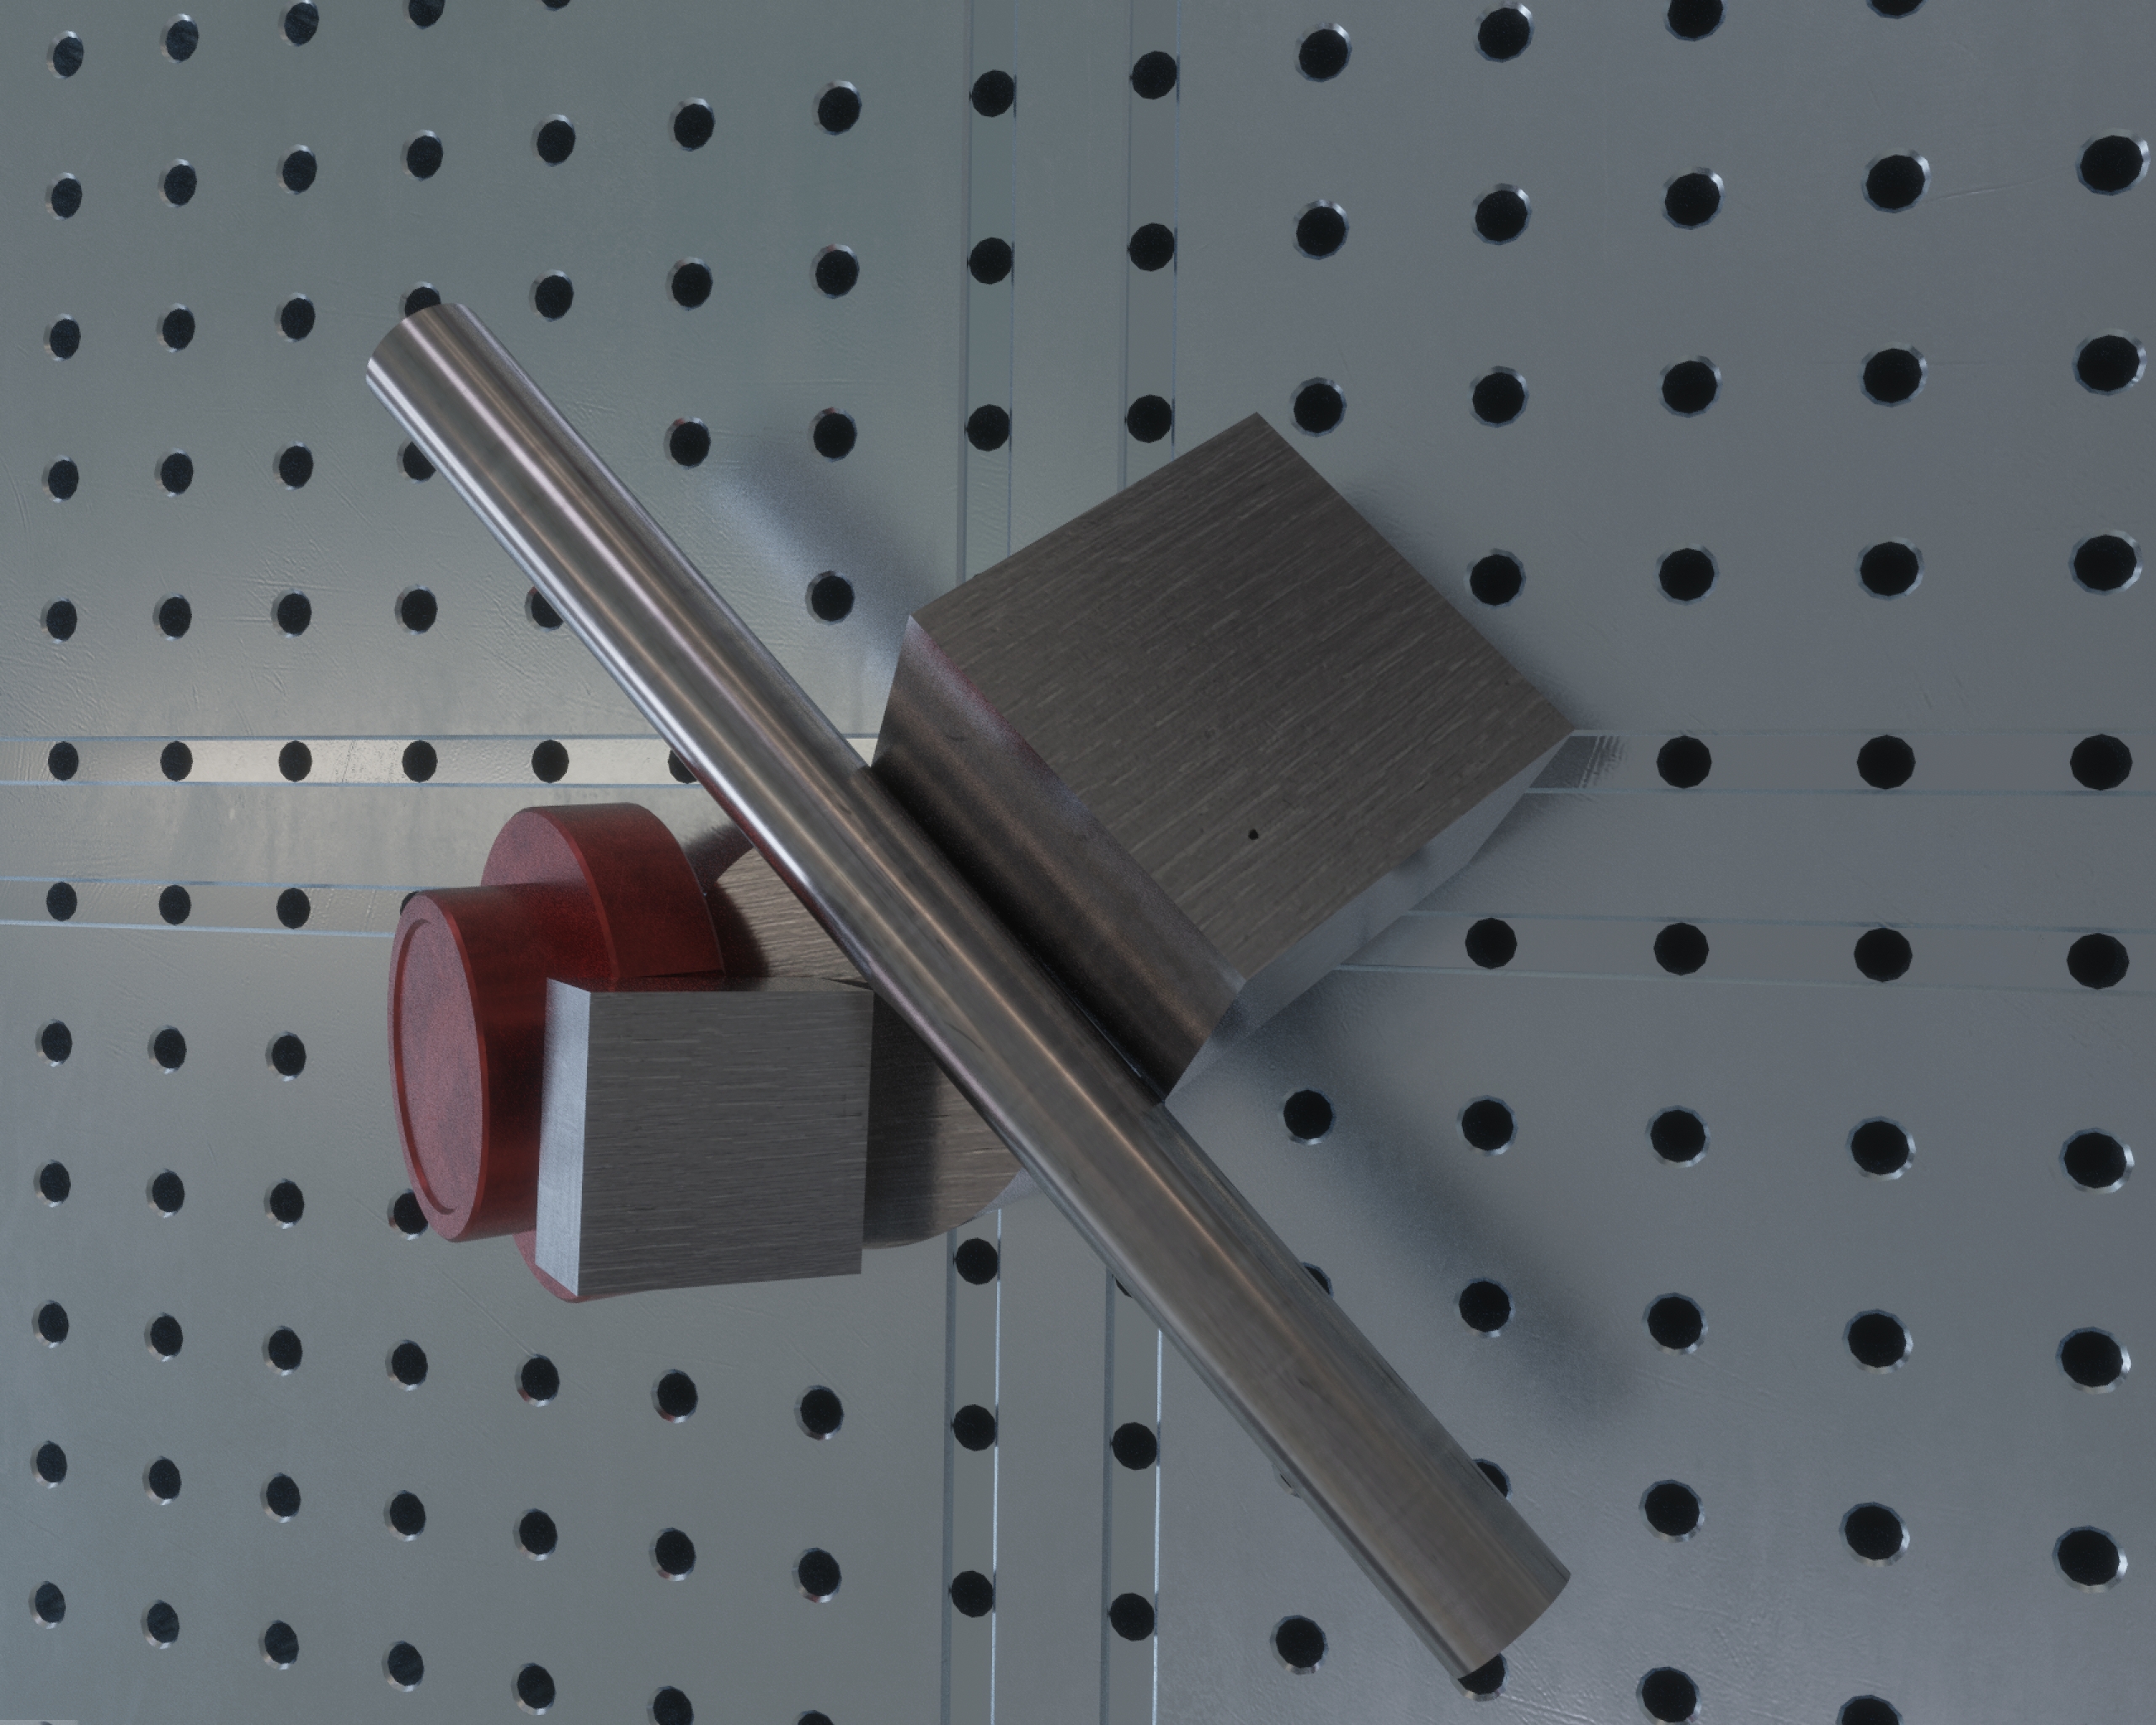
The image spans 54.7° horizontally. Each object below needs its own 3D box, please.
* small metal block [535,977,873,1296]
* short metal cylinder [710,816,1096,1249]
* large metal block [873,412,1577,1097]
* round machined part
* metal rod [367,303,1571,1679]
[{"bbox_3d":[-0.065,0.046,0.363,0.025,0.050,0.050,5,93,60],"label":"small metal block"},{"bbox_3d":[-0.032,0.031,0.406,0.080,0.050,0.079,0,90,20],"label":"short metal cylinder"},{"bbox_3d":[0.023,-0.020,0.364,0.080,0.050,0.080,-35,75,-28],"label":"large metal block"},{"bbox_3d":[-0.106,0.038,0.409,0.098,0.042,0.097,10,102,57],"label":"round machined part"},{"bbox_3d":[-0.028,0.012,0.365,0.025,0.025,0.300,-45,76,14],"label":"metal rod"}]
